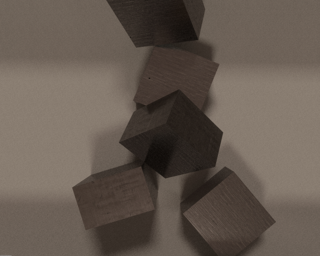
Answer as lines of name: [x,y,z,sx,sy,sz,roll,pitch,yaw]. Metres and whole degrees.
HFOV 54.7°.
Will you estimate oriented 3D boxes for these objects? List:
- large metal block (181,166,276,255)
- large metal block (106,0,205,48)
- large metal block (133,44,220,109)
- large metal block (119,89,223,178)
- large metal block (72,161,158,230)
large metal block: [0.084,0.109,0.400,0.080,0.050,0.080,-40,91,0]
large metal block: [-0.003,-0.140,0.344,0.080,0.080,0.050,0,60,25]
large metal block: [0.020,-0.056,0.399,0.080,0.050,0.080,22,90,-1]
large metal block: [0.014,0.011,0.365,0.080,0.080,0.050,41,49,-25]
large metal block: [-0.050,0.077,0.382,0.080,0.080,0.050,-17,91,2]
